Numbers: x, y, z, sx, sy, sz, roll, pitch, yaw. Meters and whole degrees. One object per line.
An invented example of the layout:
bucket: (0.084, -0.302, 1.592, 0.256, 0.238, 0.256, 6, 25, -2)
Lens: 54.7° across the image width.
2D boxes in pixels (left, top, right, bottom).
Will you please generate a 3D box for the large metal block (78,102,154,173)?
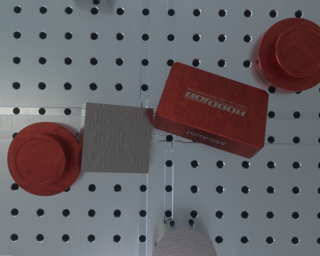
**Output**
large metal block: (-0.057, 0.012, 0.389, 0.081, 0.050, 0.080, 4, 90, -19)

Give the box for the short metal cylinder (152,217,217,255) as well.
short metal cylinder: (0.030, 0.162, 0.401, 0.081, 0.050, 0.080, 0, 90, 0)

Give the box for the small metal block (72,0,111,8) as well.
small metal block: (-0.090, -0.193, 0.412, 0.050, 0.025, 0.050, 11, 90, 0)

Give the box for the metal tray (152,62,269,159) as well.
metal tray: (0.066, -0.024, 0.388, 0.131, 0.030, 0.090, 18, 57, -1)

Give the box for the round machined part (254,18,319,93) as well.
round machined part: (0.178, -0.097, 0.406, 0.099, 0.042, 0.097, 0, 90, 0)

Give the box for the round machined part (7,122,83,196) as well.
round machined part: (-0.151, 0.041, 0.404, 0.099, 0.042, 0.097, 0, 90, 0)
